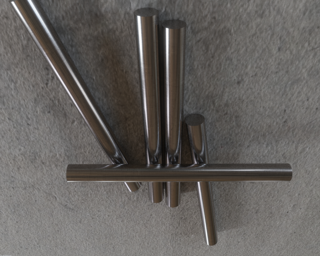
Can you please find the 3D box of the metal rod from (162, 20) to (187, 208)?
[{"bbox_3d":[0.018,0.007,0.413,0.025,0.025,0.298,-1,130,0],"label":"metal rod"}]

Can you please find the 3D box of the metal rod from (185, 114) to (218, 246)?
[{"bbox_3d":[0.071,0.101,0.494,0.025,0.025,0.298,-8,130,6],"label":"metal rod"}]

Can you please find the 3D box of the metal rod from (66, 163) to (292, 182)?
[{"bbox_3d":[0.026,0.062,0.425,0.302,0.025,0.025,0,130,-1],"label":"metal rod"}]

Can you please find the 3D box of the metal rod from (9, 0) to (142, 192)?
[{"bbox_3d":[-0.087,-0.019,0.389,0.025,0.025,0.299,-14,129,11],"label":"metal rod"}]

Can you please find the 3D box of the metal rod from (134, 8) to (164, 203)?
[{"bbox_3d":[-0.010,-0.002,0.405,0.025,0.025,0.298,-1,130,1],"label":"metal rod"}]
